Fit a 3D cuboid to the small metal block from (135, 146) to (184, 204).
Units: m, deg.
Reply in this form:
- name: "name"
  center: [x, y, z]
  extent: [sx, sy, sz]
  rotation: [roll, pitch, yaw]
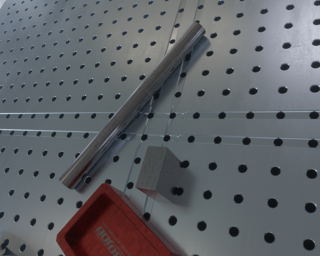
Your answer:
- name: "small metal block"
  center: [0.001, 0.054, 0.358]
  extent: [0.025, 0.050, 0.050]
  rotation: [3, 63, 29]

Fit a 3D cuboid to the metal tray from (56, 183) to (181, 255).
- name: "metal tray"
  center: [-0.050, 0.135, 0.348]
  extent: [0.090, 0.030, 0.130]
  rotation: [-49, 52, -7]

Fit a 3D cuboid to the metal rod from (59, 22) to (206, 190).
- name: "metal rod"
  center: [-0.035, -0.037, 0.449]
  extent: [0.025, 0.025, 0.300]
  rotation: [33, 80, 38]

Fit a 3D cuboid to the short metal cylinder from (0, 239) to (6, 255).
- name: "short metal cylinder"
  center: [-0.256, 0.165, 0.406]
  extent: [0.080, 0.080, 0.050]
  rotation: [27, 77, 37]
